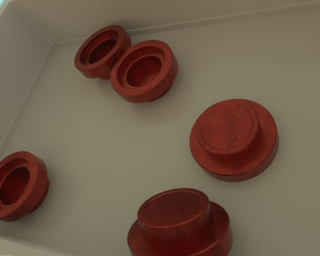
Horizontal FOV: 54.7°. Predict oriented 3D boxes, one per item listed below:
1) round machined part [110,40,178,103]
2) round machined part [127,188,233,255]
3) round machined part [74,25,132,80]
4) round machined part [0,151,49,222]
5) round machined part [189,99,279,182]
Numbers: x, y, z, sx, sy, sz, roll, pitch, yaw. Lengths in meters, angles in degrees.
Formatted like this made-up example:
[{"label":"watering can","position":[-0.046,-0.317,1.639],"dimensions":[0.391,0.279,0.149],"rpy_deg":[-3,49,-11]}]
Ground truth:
[{"label":"round machined part","position":[-0.019,-0.077,0.451],"dimensions":[0.098,0.042,0.098],"rpy_deg":[-13,56,20]},{"label":"round machined part","position":[0.016,0.092,0.295],"dimensions":[0.099,0.042,0.098],"rpy_deg":[-12,14,3]},{"label":"round machined part","position":[-0.088,-0.118,0.506],"dimensions":[0.098,0.042,0.098],"rpy_deg":[-18,49,22]},{"label":"round machined part","position":[-0.201,0.086,0.445],"dimensions":[0.098,0.042,0.098],"rpy_deg":[-13,56,20]},{"label":"round machined part","position":[0.079,0.007,0.348],"dimensions":[0.098,0.042,0.098],"rpy_deg":[-13,56,20]}]
